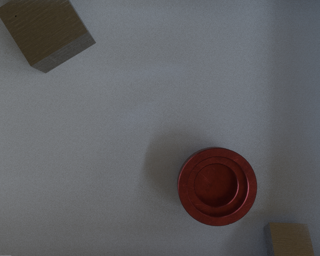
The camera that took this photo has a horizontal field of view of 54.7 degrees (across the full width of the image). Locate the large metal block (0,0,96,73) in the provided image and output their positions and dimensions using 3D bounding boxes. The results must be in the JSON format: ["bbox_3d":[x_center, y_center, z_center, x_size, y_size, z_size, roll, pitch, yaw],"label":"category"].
[{"bbox_3d":[-0.142,-0.129,0.397,0.080,0.050,0.080,-32,90,0],"label":"large metal block"}]

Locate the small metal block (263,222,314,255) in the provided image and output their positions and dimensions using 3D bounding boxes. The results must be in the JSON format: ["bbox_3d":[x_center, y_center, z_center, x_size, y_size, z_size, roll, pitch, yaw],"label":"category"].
[{"bbox_3d":[0.167,0.152,0.402,0.050,0.025,0.050,3,57,-1],"label":"small metal block"}]

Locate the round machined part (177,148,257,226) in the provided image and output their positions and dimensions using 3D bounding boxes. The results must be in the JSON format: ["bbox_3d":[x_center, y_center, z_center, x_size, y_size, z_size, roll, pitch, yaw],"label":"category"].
[{"bbox_3d":[0.071,0.073,0.404,0.099,0.042,0.097,0,90,-1],"label":"round machined part"}]
